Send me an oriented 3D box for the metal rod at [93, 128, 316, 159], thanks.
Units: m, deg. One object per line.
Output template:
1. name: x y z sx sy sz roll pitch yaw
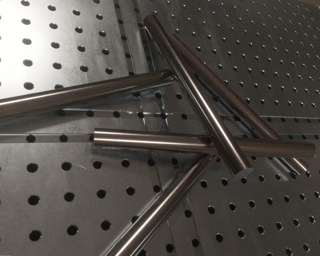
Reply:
1. metal rod: 0.068 0.022 0.401 0.302 0.025 0.025 4 60 -16

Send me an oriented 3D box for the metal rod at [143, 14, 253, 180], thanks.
1. metal rod: 0.039 -0.062 0.429 0.025 0.025 0.299 -4 52 -30

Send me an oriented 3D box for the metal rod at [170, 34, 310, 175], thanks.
1. metal rod: 0.121 -0.039 0.499 0.300 0.025 0.025 45 51 2

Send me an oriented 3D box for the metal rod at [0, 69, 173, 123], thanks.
1. metal rod: -0.106 -0.038 0.374 0.302 0.025 0.025 -18 71 -35

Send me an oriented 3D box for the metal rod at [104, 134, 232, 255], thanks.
1. metal rod: 0.007 0.088 0.359 0.025 0.025 0.302 46 51 4
